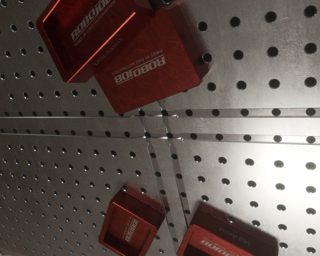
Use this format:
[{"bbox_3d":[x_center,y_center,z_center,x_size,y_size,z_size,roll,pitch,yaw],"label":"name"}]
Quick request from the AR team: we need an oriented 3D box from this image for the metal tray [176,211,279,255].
[{"bbox_3d":[0.099,0.191,0.473,0.130,0.030,0.089,24,127,12],"label":"metal tray"}]

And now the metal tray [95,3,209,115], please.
[{"bbox_3d":[-0.020,-0.076,0.370,0.130,0.030,0.090,-17,110,34],"label":"metal tray"}]

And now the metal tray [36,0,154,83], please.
[{"bbox_3d":[-0.078,-0.121,0.345,0.130,0.030,0.090,-35,78,32],"label":"metal tray"}]

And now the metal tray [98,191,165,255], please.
[{"bbox_3d":[-0.054,0.179,0.545,0.090,0.030,0.129,28,128,10],"label":"metal tray"}]
